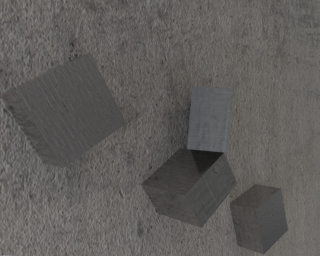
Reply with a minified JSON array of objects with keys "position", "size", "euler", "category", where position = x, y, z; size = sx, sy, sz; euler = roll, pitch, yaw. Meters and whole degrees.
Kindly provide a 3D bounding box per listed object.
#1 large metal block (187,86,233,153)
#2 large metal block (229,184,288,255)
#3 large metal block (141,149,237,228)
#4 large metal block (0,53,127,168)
[{"position":[0.070,-0.008,0.421],"size":[0.080,0.050,0.080],"euler":[26,69,-77],"category":"large metal block"},{"position":[0.171,0.153,0.531],"size":[0.081,0.050,0.080],"euler":[-22,104,-38],"category":"large metal block"},{"position":[0.038,0.073,0.400],"size":[0.080,0.080,0.050],"euler":[-40,115,-32],"category":"large metal block"},{"position":[-0.094,-0.018,0.309],"size":[0.080,0.050,0.080],"euler":[-39,114,-33],"category":"large metal block"}]
